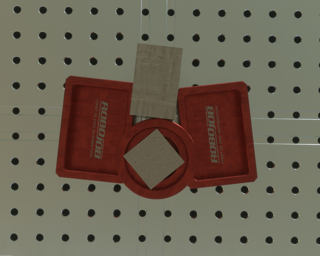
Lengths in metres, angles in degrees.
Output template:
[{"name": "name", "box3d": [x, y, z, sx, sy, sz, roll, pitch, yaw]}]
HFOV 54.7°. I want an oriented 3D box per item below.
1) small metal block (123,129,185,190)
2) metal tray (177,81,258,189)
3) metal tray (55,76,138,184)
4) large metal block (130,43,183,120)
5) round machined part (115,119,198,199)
[{"name": "small metal block", "box3d": [-0.007, 0.036, 0.367, 0.050, 0.025, 0.050, -39, 90, 0]}, {"name": "metal tray", "box3d": [0.072, 0.009, 0.407, 0.091, 0.030, 0.129, -6, 90, 0]}, {"name": "metal tray", "box3d": [-0.081, 0.002, 0.406, 0.091, 0.030, 0.129, 6, 90, 0]}, {"name": "large metal block", "box3d": [-0.004, -0.052, 0.382, 0.050, 0.080, 0.080, 6, 90, 0]}, {"name": "round machined part", "box3d": [-0.004, 0.037, 0.392, 0.099, 0.042, 0.097, 0, 90, 0]}]
